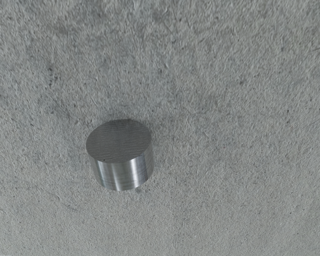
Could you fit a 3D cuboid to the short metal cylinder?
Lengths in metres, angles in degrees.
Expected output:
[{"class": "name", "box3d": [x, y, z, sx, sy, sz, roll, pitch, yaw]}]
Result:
[{"class": "short metal cylinder", "box3d": [-0.049, 0.033, 0.399, 0.080, 0.080, 0.050, -3, 130, 2]}]
